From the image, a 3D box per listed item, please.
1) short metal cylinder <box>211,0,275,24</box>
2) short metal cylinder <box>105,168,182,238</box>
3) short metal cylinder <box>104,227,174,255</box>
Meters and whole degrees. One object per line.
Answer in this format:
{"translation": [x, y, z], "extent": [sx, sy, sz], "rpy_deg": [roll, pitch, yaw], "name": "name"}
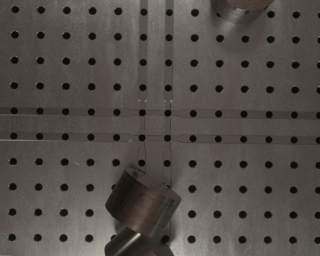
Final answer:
{"translation": [0.110, -0.183, 0.402], "extent": [0.081, 0.050, 0.079], "rpy_deg": [0, 90, -1], "name": "short metal cylinder"}
{"translation": [-0.020, 0.091, 0.386], "extent": [0.080, 0.080, 0.050], "rpy_deg": [29, 90, -1], "name": "short metal cylinder"}
{"translation": [-0.023, 0.160, 0.386], "extent": [0.050, 0.080, 0.080], "rpy_deg": [-42, 91, 0], "name": "short metal cylinder"}
